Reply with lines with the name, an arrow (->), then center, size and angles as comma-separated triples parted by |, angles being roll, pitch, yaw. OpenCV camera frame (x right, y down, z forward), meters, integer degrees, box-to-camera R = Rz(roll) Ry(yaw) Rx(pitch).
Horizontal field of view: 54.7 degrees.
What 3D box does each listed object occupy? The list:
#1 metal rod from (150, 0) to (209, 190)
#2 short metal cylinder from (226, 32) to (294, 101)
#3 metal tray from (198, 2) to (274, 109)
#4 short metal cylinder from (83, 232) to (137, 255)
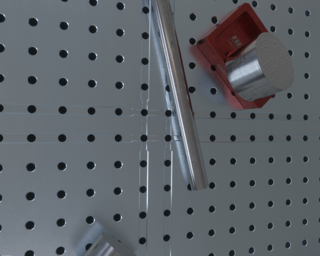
metal rod -> 0.024, -0.062, 0.421 | 0.025, 0.025, 0.298 | -14, 95, -20
short metal cylinder -> 0.136, -0.082, 0.422 | 0.081, 0.050, 0.080 | 12, 69, -33
metal tray -> 0.129, -0.103, 0.456 | 0.090, 0.030, 0.130 | -44, 104, -15
short metal cylinder -> -0.054, 0.169, 0.364 | 0.080, 0.080, 0.050 | 43, 77, -15
